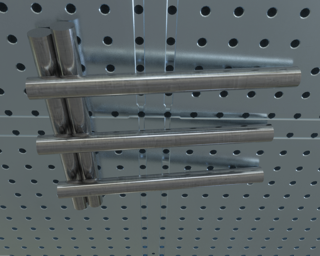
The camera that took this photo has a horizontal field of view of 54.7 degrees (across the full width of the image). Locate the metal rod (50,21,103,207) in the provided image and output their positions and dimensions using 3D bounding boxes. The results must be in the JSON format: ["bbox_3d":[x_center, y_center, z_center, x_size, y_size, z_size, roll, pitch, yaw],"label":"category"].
[{"bbox_3d":[-0.104,0.008,0.416,0.025,0.025,0.298,1,130,-1],"label":"metal rod"}]

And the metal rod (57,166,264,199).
[{"bbox_3d":[0.005,0.080,0.461,0.302,0.025,0.025,-3,131,-6],"label":"metal rod"}]

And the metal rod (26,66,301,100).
[{"bbox_3d":[0.009,-0.052,0.349,0.302,0.025,0.025,-3,130,-6],"label":"metal rod"}]

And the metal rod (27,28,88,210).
[{"bbox_3d":[-0.129,0.013,0.420,0.025,0.025,0.298,1,130,-1],"label":"metal rod"}]

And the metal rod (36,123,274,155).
[{"bbox_3d":[-0.001,0.014,0.403,0.302,0.025,0.025,-3,131,-6],"label":"metal rod"}]
